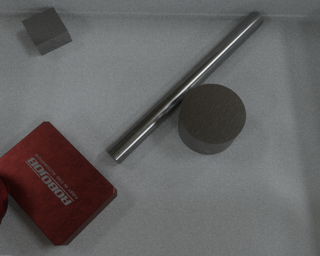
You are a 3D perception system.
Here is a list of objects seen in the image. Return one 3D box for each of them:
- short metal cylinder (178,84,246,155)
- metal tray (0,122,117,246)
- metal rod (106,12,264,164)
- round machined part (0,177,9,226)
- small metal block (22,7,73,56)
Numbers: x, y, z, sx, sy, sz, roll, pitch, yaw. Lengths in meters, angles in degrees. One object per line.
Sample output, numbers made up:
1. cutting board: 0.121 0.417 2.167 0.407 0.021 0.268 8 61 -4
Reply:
1. short metal cylinder: 0.065 -0.010 0.401 0.081 0.050 0.080 0 70 0
2. metal tray: -0.129 0.066 0.381 0.130 0.030 0.090 42 75 13
3. metal rod: 0.043 -0.064 0.433 0.025 0.025 0.301 42 75 13
4. round machined part: -0.215 0.084 0.352 0.098 0.042 0.097 1 94 20
5. small metal block: -0.167 -0.144 0.460 0.050 0.025 0.050 -30 73 -11
